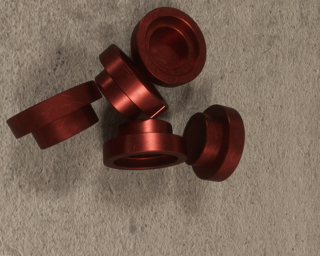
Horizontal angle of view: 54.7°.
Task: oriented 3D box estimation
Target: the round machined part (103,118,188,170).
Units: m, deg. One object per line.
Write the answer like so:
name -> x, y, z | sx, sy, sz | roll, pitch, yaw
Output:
round machined part -> -0.018, 0.020, 0.368 | 0.099, 0.098, 0.042 | 3, 70, -20

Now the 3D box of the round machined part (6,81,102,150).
round machined part -> -0.106, -0.011, 0.332 | 0.099, 0.098, 0.042 | -29, 100, -18

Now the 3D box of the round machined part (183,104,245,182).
round machined part -> 0.061, 0.017, 0.394 | 0.042, 0.098, 0.097 | 12, 86, -20

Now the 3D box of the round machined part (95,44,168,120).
round machined part -> -0.037, -0.047, 0.362 | 0.042, 0.098, 0.098 | -40, 104, 8

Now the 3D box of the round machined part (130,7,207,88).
round machined part -> 0.008, -0.100, 0.399 | 0.099, 0.042, 0.097 | 3, 84, -27
